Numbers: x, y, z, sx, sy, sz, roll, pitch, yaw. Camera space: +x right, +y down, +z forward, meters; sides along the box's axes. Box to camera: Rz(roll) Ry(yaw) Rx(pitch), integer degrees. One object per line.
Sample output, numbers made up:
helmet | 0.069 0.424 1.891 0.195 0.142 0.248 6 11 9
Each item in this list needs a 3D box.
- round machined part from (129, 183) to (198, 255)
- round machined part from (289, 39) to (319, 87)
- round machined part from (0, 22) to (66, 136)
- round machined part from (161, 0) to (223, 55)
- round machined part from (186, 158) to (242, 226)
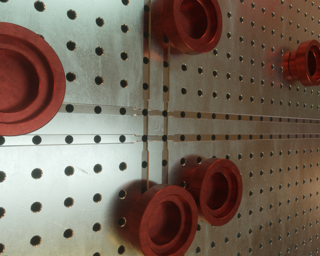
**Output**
round machined part | 0.000 0.121 0.401 0.099 0.042 0.097 0 90 -40
round machined part | 0.313 -0.137 0.665 0.099 0.042 0.097 0 90 -40
round machined part | -0.141 -0.042 0.281 0.099 0.042 0.097 0 90 -40
round machined part | 0.040 -0.151 0.434 0.099 0.042 0.097 0 90 -40
round machined part | 0.078 0.093 0.466 0.099 0.042 0.097 0 90 -40
